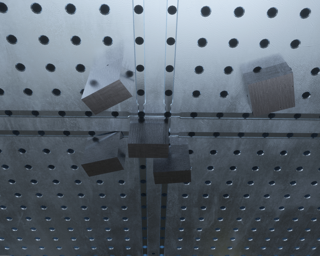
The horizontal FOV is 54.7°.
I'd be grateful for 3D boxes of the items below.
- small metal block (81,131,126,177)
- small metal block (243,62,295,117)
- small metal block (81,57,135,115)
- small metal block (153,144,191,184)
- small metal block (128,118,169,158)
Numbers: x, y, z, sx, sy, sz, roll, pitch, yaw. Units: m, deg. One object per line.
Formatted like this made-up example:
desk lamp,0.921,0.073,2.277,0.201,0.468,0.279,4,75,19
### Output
small metal block,-0.075,0.035,0.424,0.050,0.050,0.025,-13,129,10
small metal block,0.133,-0.046,0.375,0.050,0.025,0.050,-15,129,11
small metal block,-0.058,-0.049,0.353,0.050,0.050,0.025,-24,126,19
small metal block,0.017,0.051,0.439,0.050,0.050,0.025,-4,130,3
small metal block,-0.015,0.013,0.406,0.050,0.050,0.025,1,130,-1
